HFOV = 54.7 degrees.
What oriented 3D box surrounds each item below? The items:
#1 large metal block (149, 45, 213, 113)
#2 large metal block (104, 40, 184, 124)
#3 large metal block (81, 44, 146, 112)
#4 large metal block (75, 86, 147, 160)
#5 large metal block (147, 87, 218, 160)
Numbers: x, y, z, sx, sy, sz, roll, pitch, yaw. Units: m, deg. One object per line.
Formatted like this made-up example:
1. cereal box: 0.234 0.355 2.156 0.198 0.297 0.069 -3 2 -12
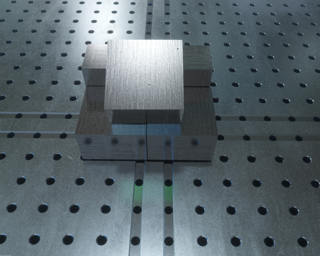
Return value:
1. large metal block: 0.025 -0.066 0.426 0.081 0.080 0.050 1 50 0
2. large metal block: -0.016 -0.050 0.347 0.081 0.050 0.080 0 74 -1
3. large metal block: -0.056 -0.067 0.426 0.081 0.080 0.050 1 50 0
4. large metal block: -0.056 -0.007 0.394 0.081 0.050 0.080 1 50 0
5. large metal block: 0.026 -0.006 0.394 0.081 0.050 0.080 1 50 0
